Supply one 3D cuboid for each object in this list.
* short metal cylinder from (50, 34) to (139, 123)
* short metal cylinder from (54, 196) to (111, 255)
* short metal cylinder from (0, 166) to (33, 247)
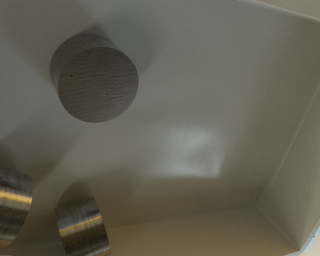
[{"bbox_3d":[-0.069,-0.052,0.323,0.081,0.050,0.079,-14,125,-21],"label":"short metal cylinder"},{"bbox_3d":[-0.101,0.135,0.403,0.050,0.080,0.079,-16,125,-20],"label":"short metal cylinder"},{"bbox_3d":[-0.178,0.080,0.326,0.050,0.080,0.080,28,103,-38],"label":"short metal cylinder"}]
